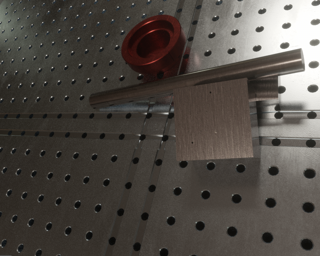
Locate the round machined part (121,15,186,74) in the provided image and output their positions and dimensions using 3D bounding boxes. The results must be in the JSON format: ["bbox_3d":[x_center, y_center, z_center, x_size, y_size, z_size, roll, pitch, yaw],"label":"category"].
[{"bbox_3d":[-0.006,-0.122,0.474,0.098,0.042,0.098,-13,56,20],"label":"round machined part"}]

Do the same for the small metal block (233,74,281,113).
[{"bbox_3d":[0.118,-0.047,0.375,0.050,0.025,0.050,-3,60,26],"label":"small metal block"}]

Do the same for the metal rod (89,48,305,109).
[{"bbox_3d":[0.025,-0.057,0.407,0.300,0.025,0.025,-7,59,32],"label":"metal rod"}]

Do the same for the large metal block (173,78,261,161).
[{"bbox_3d":[0.063,-0.005,0.344,0.080,0.050,0.080,-6,82,25],"label":"large metal block"}]
